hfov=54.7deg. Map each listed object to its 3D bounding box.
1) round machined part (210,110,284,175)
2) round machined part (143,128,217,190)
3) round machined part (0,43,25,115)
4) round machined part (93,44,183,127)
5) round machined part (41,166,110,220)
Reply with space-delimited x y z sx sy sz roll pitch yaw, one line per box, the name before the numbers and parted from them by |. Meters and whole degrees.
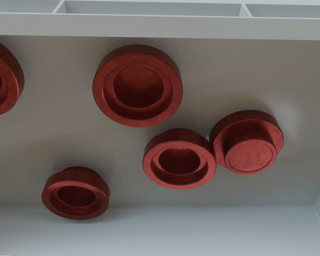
round machined part | 0.119 0.026 0.422 0.099 0.042 0.097 -1 130 0
round machined part | 0.027 0.039 0.428 0.099 0.042 0.097 3 131 3
round machined part | -0.201 -0.063 0.341 0.099 0.042 0.097 -1 130 0
round machined part | -0.024 -0.051 0.354 0.099 0.042 0.097 -1 130 0
round machined part | -0.127 0.097 0.479 0.099 0.042 0.097 -1 130 0
